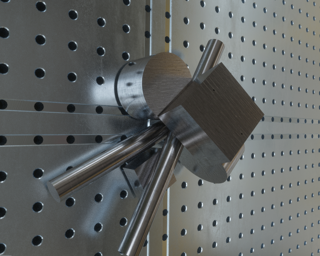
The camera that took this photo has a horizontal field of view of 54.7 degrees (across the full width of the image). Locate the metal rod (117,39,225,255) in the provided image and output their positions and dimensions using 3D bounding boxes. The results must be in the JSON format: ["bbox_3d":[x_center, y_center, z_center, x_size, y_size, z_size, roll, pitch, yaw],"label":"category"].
[{"bbox_3d":[0.022,0.011,0.391,0.025,0.025,0.300,38,67,-34],"label":"metal rod"}]

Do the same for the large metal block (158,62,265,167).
[{"bbox_3d":[0.060,-0.014,0.356,0.080,0.050,0.080,48,61,-10],"label":"large metal block"}]

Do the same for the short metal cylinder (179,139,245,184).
[{"bbox_3d":[0.068,0.031,0.427,0.050,0.080,0.080,-50,120,-27],"label":"short metal cylinder"}]

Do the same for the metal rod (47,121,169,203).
[{"bbox_3d":[-0.002,0.005,0.403,0.302,0.025,0.025,-29,109,-36],"label":"metal rod"}]

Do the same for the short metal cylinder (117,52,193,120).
[{"bbox_3d":[-0.005,-0.050,0.384,0.081,0.050,0.079,0,90,-40],"label":"short metal cylinder"}]

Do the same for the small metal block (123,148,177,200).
[{"bbox_3d":[-0.012,0.059,0.395,0.050,0.025,0.050,-35,112,-35],"label":"small metal block"}]
